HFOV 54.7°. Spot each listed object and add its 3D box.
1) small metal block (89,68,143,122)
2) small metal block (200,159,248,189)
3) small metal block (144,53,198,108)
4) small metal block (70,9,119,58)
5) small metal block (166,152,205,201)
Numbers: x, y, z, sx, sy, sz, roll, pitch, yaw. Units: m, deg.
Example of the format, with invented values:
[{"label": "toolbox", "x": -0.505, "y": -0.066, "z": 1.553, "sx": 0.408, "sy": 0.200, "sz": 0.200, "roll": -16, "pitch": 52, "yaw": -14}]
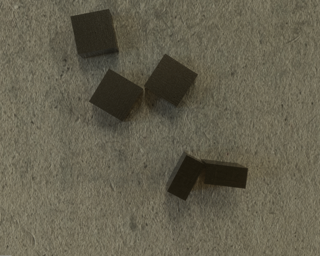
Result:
[{"label": "small metal block", "x": -0.057, "y": -0.042, "z": 0.409, "sx": 0.050, "sy": 0.025, "sz": 0.050, "roll": 31, "pitch": 90, "yaw": 0}, {"label": "small metal block", "x": 0.080, "y": 0.058, "z": 0.398, "sx": 0.050, "sy": 0.050, "sz": 0.025, "roll": 7, "pitch": 90, "yaw": 0}, {"label": "small metal block", "x": 0.014, "y": -0.061, "z": 0.410, "sx": 0.050, "sy": 0.025, "sz": 0.050, "roll": 33, "pitch": 90, "yaw": 0}, {"label": "small metal block", "x": -0.085, "y": -0.124, "z": 0.409, "sx": 0.050, "sy": 0.025, "sz": 0.050, "roll": -11, "pitch": 90, "yaw": 0}, {"label": "small metal block", "x": 0.031, "y": 0.060, "z": 0.398, "sx": 0.025, "sy": 0.050, "sz": 0.050, "roll": 28, "pitch": 90, "yaw": 0}]
